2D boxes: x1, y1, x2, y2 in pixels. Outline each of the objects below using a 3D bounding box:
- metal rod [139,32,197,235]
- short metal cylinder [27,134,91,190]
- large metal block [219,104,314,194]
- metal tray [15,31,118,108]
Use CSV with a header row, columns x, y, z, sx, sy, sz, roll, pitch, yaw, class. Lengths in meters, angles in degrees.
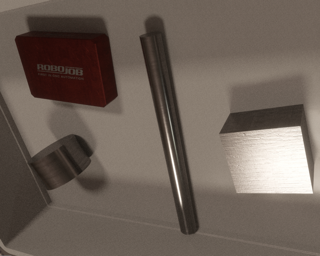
x,y,z,sx,sy,sz,roll,pitch,yaw,class
0.017,0.025,0.414,0.025,0.025,0.298,2,120,27,metal rod
-0.157,0.052,0.485,0.080,0.080,0.050,-19,109,35,short metal cylinder
0.121,0.025,0.344,0.080,0.050,0.080,-7,115,31,large metal block
-0.126,-0.081,0.420,0.130,0.030,0.089,9,123,23,metal tray
